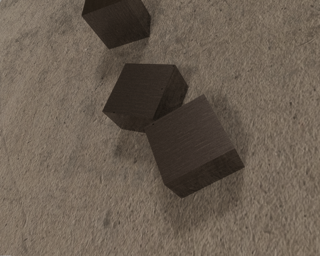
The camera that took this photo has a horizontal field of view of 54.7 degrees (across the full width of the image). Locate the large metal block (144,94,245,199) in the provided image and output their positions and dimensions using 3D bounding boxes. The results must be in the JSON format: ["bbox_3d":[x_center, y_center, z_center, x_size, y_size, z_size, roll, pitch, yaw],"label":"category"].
[{"bbox_3d":[0.038,0.021,0.354,0.080,0.050,0.080,-29,52,9],"label":"large metal block"}]

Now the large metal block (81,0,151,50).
[{"bbox_3d":[-0.070,-0.187,0.518,0.080,0.080,0.050,-11,57,22],"label":"large metal block"}]

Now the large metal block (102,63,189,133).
[{"bbox_3d":[-0.018,-0.040,0.420,0.080,0.050,0.080,9,66,31],"label":"large metal block"}]
